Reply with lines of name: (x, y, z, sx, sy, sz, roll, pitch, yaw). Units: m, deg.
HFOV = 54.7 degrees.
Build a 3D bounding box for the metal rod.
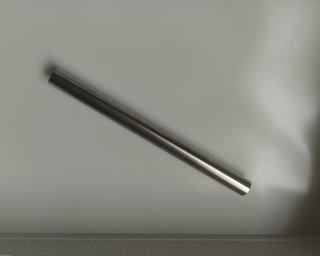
metal rod: (-0.005, 0.010, 0.413, 0.301, 0.025, 0.025, 31, 107, -11)
